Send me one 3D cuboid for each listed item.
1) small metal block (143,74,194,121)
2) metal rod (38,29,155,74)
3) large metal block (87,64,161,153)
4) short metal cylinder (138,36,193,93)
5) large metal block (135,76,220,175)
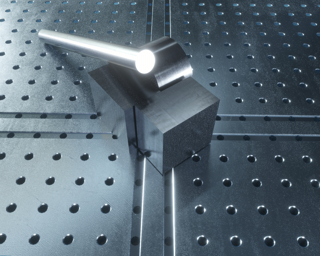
[{"bbox_3d":[0.012,-0.045,0.446,0.050,0.025,0.050,-34,58,-26],"label":"small metal block"},{"bbox_3d":[-0.108,-0.116,0.436,0.025,0.025,0.300,-34,37,-25],"label":"metal rod"},{"bbox_3d":[-0.044,-0.029,0.397,0.050,0.080,0.080,-31,57,-23],"label":"large metal block"},{"bbox_3d":[-0.003,-0.071,0.398,0.050,0.080,0.080,-30,56,-23],"label":"short metal cylinder"},{"bbox_3d":[0.020,-0.003,0.372,0.081,0.080,0.050,-31,57,-23],"label":"large metal block"}]
